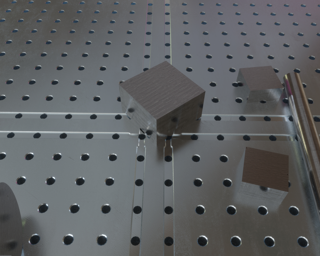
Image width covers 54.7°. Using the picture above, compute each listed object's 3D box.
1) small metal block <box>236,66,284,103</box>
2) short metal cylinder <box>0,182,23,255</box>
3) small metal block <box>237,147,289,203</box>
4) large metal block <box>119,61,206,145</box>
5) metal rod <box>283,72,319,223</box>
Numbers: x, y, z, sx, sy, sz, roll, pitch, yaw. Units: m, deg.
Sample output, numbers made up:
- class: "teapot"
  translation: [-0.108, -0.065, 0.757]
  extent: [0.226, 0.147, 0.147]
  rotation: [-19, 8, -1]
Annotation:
- class: "small metal block"
  translation: [0.149, -0.066, 0.465]
  extent: [0.050, 0.025, 0.050]
  rotation: [-6, 50, -6]
- class: "short metal cylinder"
  translation: [-0.168, 0.096, 0.289]
  extent: [0.050, 0.080, 0.080]
  rotation: [-12, 51, -10]
- class: "small metal block"
  translation: [0.121, 0.054, 0.364]
  extent: [0.050, 0.025, 0.050]
  rotation: [12, 51, 9]
- class: "large metal block"
  translation: [0.002, -0.037, 0.422]
  extent: [0.081, 0.050, 0.080]
  rotation: [-31, 57, -24]
- class: "metal rod"
  translation: [0.189, 0.039, 0.377]
  extent: [0.025, 0.025, 0.300]
  rotation: [4, 50, 3]
